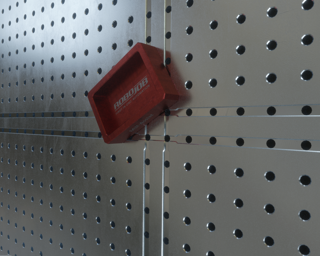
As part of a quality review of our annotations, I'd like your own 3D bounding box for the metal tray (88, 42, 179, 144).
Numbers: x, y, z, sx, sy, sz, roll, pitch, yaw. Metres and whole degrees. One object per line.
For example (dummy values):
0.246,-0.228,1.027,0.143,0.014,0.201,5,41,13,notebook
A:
-0.043,-0.045,0.439,0.130,0.030,0.090,-36,68,33,metal tray
